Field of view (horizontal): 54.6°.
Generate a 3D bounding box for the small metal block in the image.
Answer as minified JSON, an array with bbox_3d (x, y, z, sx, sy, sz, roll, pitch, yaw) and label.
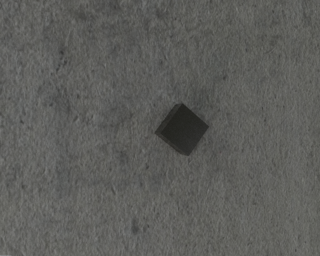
[{"bbox_3d":[0.029,0.002,0.420,0.050,0.025,0.050,40,77,-16],"label":"small metal block"}]
